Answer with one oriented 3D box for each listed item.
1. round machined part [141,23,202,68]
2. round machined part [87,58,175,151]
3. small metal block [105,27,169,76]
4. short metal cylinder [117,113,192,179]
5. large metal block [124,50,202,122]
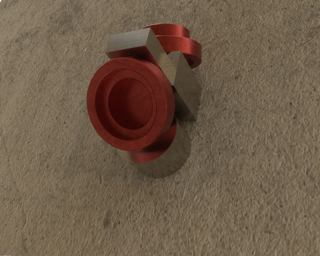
[{"bbox_3d":[0.006,-0.107,0.415,0.098,0.098,0.042,-2,86,27],"label":"round machined part"},{"bbox_3d":[-0.028,-0.027,0.339,0.098,0.042,0.097,6,103,26],"label":"round machined part"},{"bbox_3d":[-0.024,-0.081,0.347,0.050,0.050,0.025,-3,60,27],"label":"small metal block"},{"bbox_3d":[-0.007,0.017,0.383,0.080,0.050,0.080,-13,56,20],"label":"short metal cylinder"},{"bbox_3d":[0.000,-0.049,0.398,0.080,0.080,0.050,-2,61,27],"label":"large metal block"}]
